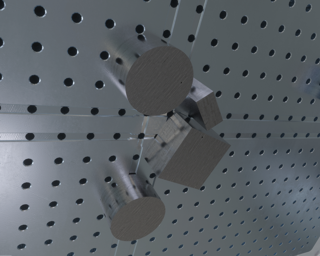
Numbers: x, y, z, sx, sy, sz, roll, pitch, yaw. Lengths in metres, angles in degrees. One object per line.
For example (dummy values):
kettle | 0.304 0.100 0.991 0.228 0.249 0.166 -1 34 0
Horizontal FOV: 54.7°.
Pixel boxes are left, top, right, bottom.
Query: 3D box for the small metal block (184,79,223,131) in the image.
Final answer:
small metal block | 0.052 -0.032 0.404 0.025 0.050 0.050 -33 129 -7

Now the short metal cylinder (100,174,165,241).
short metal cylinder | -0.039 0.114 0.444 0.081 0.050 0.079 -14 124 -21

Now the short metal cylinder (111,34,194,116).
short metal cylinder | -0.009 -0.061 0.352 0.081 0.050 0.079 -14 124 -21

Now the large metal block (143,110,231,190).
large metal block | 0.038 0.033 0.436 0.080 0.050 0.080 23 106 -37
